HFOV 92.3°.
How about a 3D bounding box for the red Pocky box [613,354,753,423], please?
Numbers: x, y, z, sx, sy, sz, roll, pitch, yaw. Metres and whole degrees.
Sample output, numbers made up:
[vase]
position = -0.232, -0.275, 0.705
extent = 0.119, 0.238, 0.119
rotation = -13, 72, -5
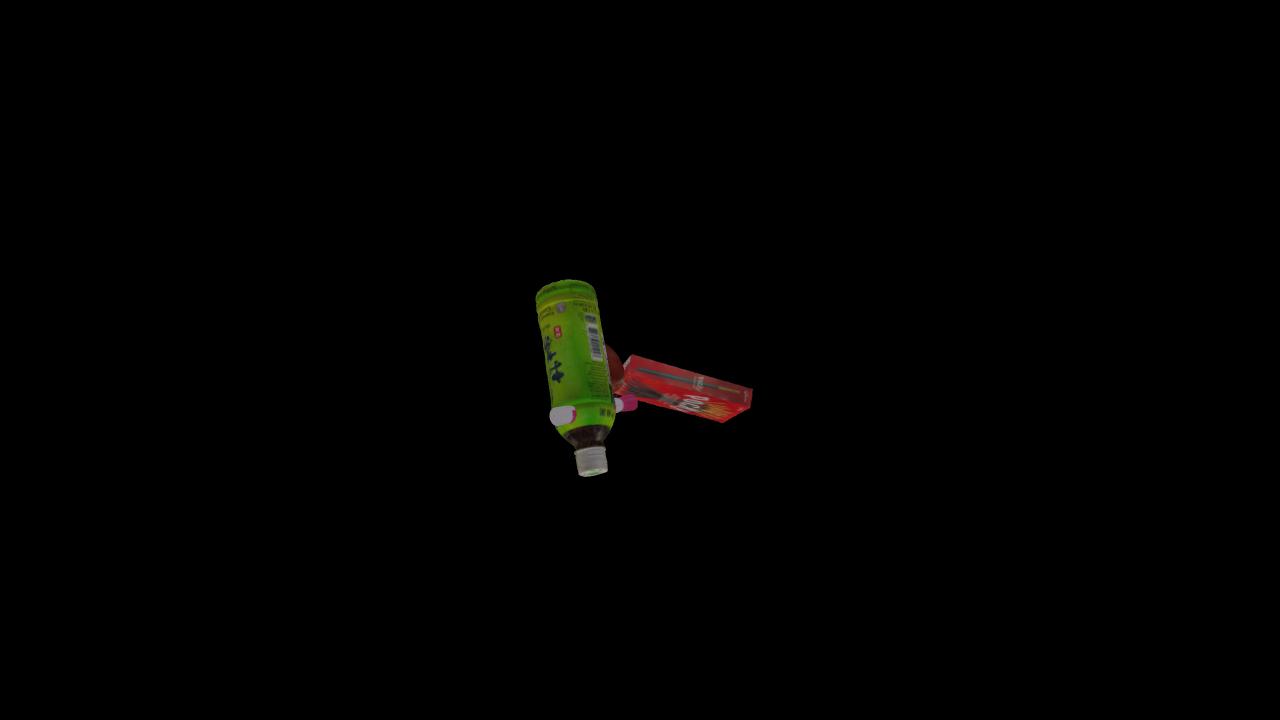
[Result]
[red Pocky box]
position = 0.049, 0.038, 0.743
extent = 0.155, 0.028, 0.083
rotation = 16, -24, -10

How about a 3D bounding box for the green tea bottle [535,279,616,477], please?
[green tea bottle]
position = -0.066, 0.018, 0.662
extent = 0.073, 0.212, 0.073
rotation = -10, -23, -4

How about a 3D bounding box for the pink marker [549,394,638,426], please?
[pink marker]
position = -0.044, 0.052, 0.652
extent = 0.020, 0.020, 0.121
rotation = 0, 4, 41

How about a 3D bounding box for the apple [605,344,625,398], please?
[apple]
position = -0.060, 0.011, 0.702
extent = 0.079, 0.093, 0.079
rotation = -43, -3, -3
